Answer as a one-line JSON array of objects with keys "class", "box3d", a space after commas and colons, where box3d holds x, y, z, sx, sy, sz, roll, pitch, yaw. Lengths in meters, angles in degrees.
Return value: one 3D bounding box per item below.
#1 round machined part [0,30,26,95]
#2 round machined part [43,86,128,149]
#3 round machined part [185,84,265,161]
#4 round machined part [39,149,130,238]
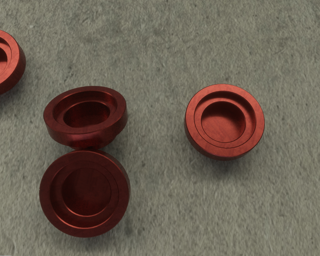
[{"class": "round machined part", "box3d": [-0.234, -0.084, 0.427, 0.099, 0.042, 0.098, 0, 70, -1]}, {"class": "round machined part", "box3d": [-0.089, -0.009, 0.387, 0.099, 0.042, 0.098, -1, 40, 1]}, {"class": "round machined part", "box3d": [0.080, -0.005, 0.402, 0.099, 0.042, 0.098, 0, 70, -1]}, {"class": "round machined part", "box3d": [-0.083, 0.072, 0.360, 0.099, 0.042, 0.097, 0, 94, 0]}]
